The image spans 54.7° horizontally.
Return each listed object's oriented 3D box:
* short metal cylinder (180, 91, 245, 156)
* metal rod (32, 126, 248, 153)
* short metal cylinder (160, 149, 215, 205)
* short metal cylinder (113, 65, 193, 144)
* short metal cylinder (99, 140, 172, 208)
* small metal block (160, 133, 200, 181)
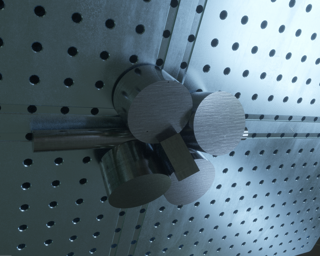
[{"bbox_3d":[0.063,-0.008,0.403,0.081,0.050,0.079,-3,97,-28],"label":"short metal cylinder"},{"bbox_3d":[-0.006,0.011,0.410,0.303,0.025,0.025,-2,119,-28],"label":"metal rod"},{"bbox_3d":[0.032,0.064,0.447,0.081,0.050,0.079,-14,124,-21],"label":"short metal cylinder"},{"bbox_3d":[-0.009,-0.028,0.368,0.081,0.050,0.079,-14,124,-21],"label":"short metal cylinder"},{"bbox_3d":[-0.032,0.060,0.394,0.081,0.050,0.080,-16,144,-11],"label":"short metal cylinder"},{"bbox_3d":[0.023,0.037,0.380,0.025,0.050,0.050,-27,170,-4],"label":"small metal block"}]
